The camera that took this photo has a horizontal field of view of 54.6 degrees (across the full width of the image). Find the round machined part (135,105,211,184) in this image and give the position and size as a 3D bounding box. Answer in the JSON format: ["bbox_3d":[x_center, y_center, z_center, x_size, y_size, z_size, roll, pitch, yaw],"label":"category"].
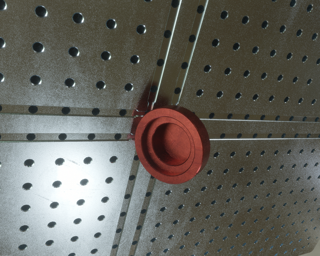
[{"bbox_3d":[0.020,0.019,0.398,0.042,0.098,0.097,-21,134,-56],"label":"round machined part"}]
